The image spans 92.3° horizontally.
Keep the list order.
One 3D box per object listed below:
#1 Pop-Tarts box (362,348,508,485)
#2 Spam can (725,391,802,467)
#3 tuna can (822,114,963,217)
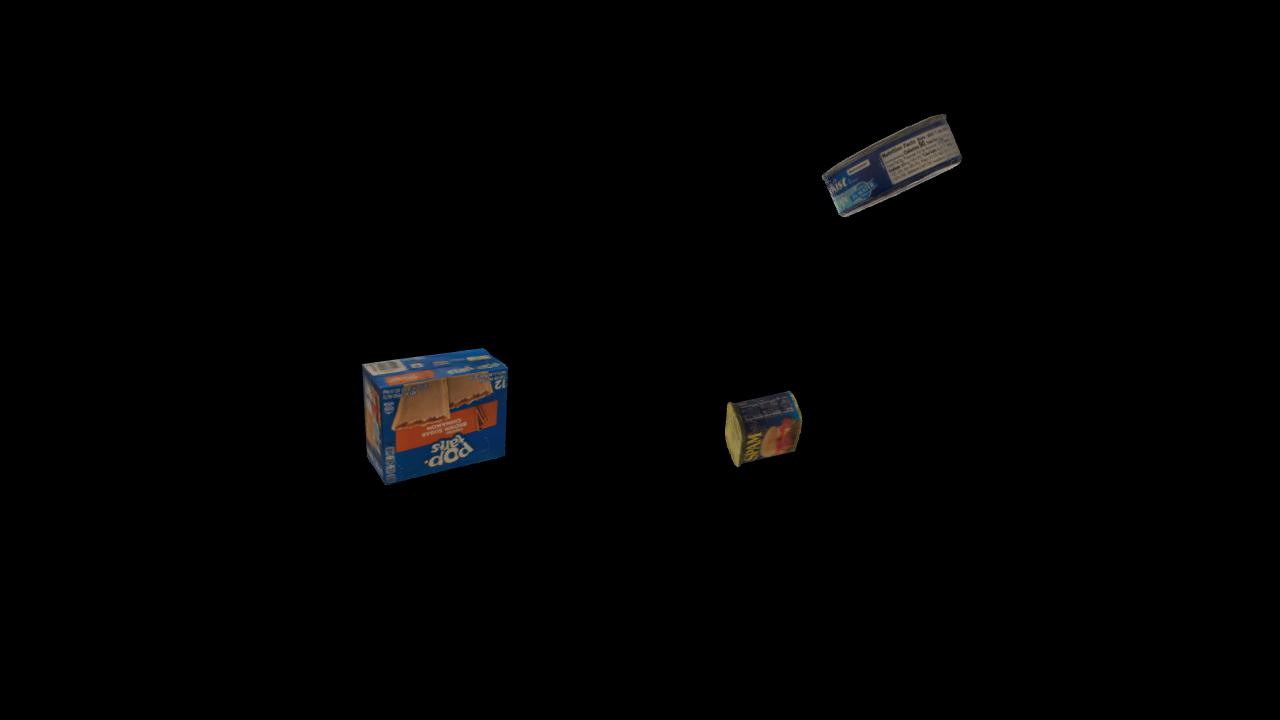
[{"bbox_3d":[-0.272,0.071,0.825,0.167,0.141,0.083,-9,27,-35],"label":"Pop-Tarts box"},{"bbox_3d":[0.164,0.091,0.823,0.085,0.058,0.101,-12,-38,-6],"label":"Spam can"},{"bbox_3d":[0.169,-0.129,0.416,0.084,0.034,0.084,-24,3,1],"label":"tuna can"}]
